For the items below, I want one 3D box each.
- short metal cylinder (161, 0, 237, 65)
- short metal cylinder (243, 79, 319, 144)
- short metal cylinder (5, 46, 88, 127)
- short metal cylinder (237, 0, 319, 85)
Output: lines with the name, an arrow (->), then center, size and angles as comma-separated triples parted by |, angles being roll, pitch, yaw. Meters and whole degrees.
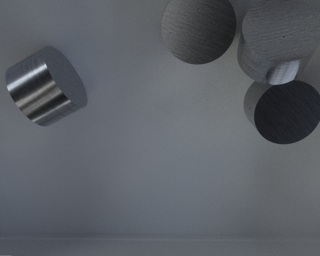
short metal cylinder -> 0.042, -0.117, 0.355 | 0.081, 0.050, 0.079 | 0, 110, 0
short metal cylinder -> 0.152, -0.026, 0.390 | 0.081, 0.050, 0.079 | 0, 110, 0
short metal cylinder -> -0.130, -0.048, 0.363 | 0.050, 0.080, 0.080 | -27, 108, 9
short metal cylinder -> 0.129, -0.095, 0.343 | 0.080, 0.050, 0.080 | -2, 70, 6
